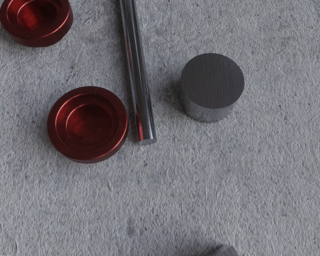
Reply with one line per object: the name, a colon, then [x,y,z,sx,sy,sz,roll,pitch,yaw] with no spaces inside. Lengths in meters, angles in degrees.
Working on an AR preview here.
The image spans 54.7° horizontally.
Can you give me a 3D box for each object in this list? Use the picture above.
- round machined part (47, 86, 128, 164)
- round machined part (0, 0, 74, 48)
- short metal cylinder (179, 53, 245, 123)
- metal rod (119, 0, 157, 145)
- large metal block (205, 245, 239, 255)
round machined part: [-0.089,-0.001,0.399,0.099,0.042,0.098,0,70,0]
round machined part: [-0.177,-0.159,0.456,0.099,0.042,0.098,0,70,0]
short metal cylinder: [0.066,-0.052,0.414,0.081,0.050,0.080,0,70,0]
metal rod: [-0.038,-0.121,0.451,0.025,0.025,0.299,-8,70,-3]
large metal block: [0.060,0.182,0.329,0.080,0.050,0.080,-28,73,-10]
